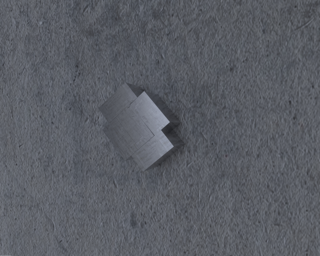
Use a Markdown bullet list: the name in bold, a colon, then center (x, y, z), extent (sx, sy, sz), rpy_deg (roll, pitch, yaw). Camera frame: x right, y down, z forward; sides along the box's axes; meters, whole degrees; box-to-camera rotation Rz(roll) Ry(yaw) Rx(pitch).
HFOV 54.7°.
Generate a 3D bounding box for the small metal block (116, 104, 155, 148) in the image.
- **small metal block**: center (-0.023, -0.002, 0.403), extent (0.025, 0.050, 0.050), rpy_deg (-42, 77, 15)

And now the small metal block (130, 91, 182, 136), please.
- **small metal block**: center (-0.004, -0.018, 0.397), extent (0.025, 0.050, 0.050), rpy_deg (-42, 77, 15)

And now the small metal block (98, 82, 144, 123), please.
- **small metal block**: center (-0.045, -0.031, 0.411), extent (0.050, 0.050, 0.025), rpy_deg (-41, 78, 15)

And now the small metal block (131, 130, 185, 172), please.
- **small metal block**: center (-0.001, 0.028, 0.396), extent (0.050, 0.050, 0.025), rpy_deg (-41, 78, 15)

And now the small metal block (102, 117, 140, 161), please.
- **small metal block**: center (-0.041, 0.014, 0.410), extent (0.025, 0.050, 0.050), rpy_deg (-42, 77, 15)
